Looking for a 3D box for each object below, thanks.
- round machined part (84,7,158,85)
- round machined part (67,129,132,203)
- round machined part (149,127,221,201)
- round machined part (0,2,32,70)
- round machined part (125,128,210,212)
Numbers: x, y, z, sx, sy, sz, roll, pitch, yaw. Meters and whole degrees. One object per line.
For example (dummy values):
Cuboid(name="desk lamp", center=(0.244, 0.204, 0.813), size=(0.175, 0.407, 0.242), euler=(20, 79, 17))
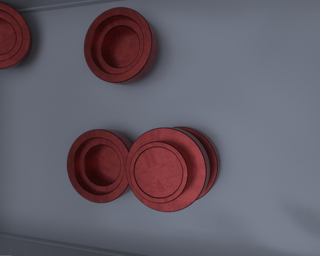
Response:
Cuboid(name="round machined part", center=(-0.049, -0.107, 0.418), size=(0.098, 0.042, 0.097), euler=(0, 90, 19))
Cuboid(name="round machined part", center=(-0.074, 0.050, 0.426), size=(0.098, 0.042, 0.097), euler=(0, 90, 19))
Cuboid(name="round machined part", center=(0.024, 0.047, 0.392), size=(0.098, 0.042, 0.097), euler=(0, 90, 19))
Cuboid(name="round machined part", center=(-0.247, -0.138, 0.470), size=(0.099, 0.042, 0.097), euler=(-2, 97, -16))
Cuboid(name="round machined part", center=(0.004, 0.048, 0.355), size=(0.098, 0.042, 0.097), euler=(0, 90, 19))
